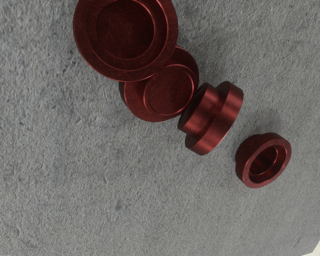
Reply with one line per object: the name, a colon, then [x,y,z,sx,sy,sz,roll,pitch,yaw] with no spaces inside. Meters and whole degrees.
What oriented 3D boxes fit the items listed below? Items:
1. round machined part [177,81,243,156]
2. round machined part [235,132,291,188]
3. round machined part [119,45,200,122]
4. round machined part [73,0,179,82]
round machined part: [0.057,-0.018,0.388,0.042,0.098,0.098,31,103,-8]
round machined part: [0.166,0.049,0.516,0.099,0.042,0.097,-14,124,-21]
round machined part: [0.005,-0.049,0.368,0.099,0.042,0.097,-14,124,-21]
round machined part: [-0.035,-0.097,0.306,0.099,0.042,0.097,-5,107,-16]
